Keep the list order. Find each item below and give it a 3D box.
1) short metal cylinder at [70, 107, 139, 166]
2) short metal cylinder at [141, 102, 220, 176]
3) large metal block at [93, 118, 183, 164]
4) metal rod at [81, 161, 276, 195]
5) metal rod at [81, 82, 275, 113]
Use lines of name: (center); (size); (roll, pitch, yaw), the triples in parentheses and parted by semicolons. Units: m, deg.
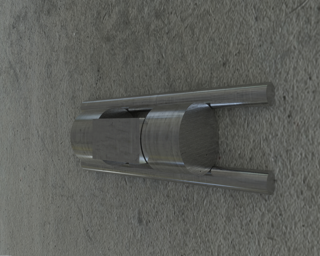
short metal cylinder: (-0.076, 0.012, 0.433); (0.050, 0.081, 0.080); (-1, 90, 40)
short metal cylinder: (0.025, 0.012, 0.349); (0.050, 0.081, 0.080); (-1, 90, 40)
large metal block: (-0.027, 0.014, 0.390); (0.080, 0.081, 0.050); (0, 90, 40)
metal rod: (-0.003, 0.056, 0.409); (0.300, 0.025, 0.025); (0, 90, 40)
metal rod: (-0.003, -0.034, 0.409); (0.300, 0.025, 0.025); (0, 90, 40)
